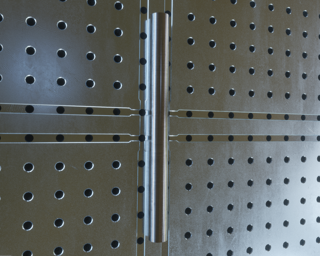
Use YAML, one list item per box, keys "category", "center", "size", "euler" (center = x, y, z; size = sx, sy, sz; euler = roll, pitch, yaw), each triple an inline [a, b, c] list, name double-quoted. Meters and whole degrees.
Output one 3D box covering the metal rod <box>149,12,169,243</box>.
- category: "metal rod"
  center: [-0.001, -0.001, 0.413]
  size: [0.025, 0.025, 0.298]
  euler: [0, 90, -20]
